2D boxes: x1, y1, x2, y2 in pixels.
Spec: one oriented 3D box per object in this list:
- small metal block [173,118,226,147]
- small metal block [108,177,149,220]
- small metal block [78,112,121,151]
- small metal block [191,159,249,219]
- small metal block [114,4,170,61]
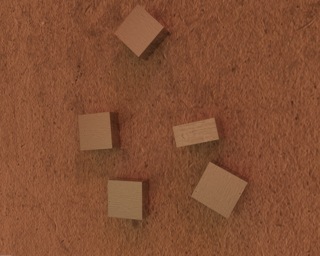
[{"bbox_3d":[0.049,0.005,0.378,0.050,0.050,0.025,-12,86,19],"label":"small metal block"},{"bbox_3d":[-0.043,0.095,0.424,0.050,0.025,0.050,0,90,20],"label":"small metal block"},{"bbox_3d":[-0.086,0.005,0.439,0.050,0.025,0.050,-5,88,20],"label":"small metal block"},{"bbox_3d":[0.075,0.074,0.383,0.050,0.025,0.050,29,99,17],"label":"small metal block"},{"bbox_3d":[-0.024,-0.128,0.417,0.050,0.025,0.050,46,104,14],"label":"small metal block"}]
